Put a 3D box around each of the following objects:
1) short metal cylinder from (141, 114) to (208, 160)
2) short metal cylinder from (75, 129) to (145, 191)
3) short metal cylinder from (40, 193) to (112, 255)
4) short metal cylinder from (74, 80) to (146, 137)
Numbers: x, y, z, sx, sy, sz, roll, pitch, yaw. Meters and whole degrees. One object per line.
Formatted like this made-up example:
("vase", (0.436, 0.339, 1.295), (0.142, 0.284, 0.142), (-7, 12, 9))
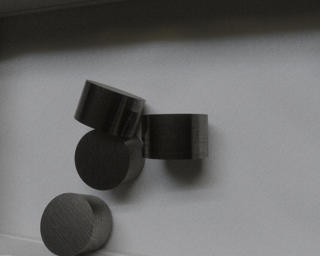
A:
("short metal cylinder", (0.018, 0.009, 0.375), (0.080, 0.080, 0.050), (-1, 90, 20))
("short metal cylinder", (-0.067, 0.040, 0.421), (0.080, 0.050, 0.080), (0, 90, 20))
("short metal cylinder", (-0.115, 0.132, 0.427), (0.080, 0.050, 0.080), (-5, 73, 16))
("short metal cylinder", (-0.065, -0.026, 0.404), (0.080, 0.080, 0.050), (22, 98, 18))
